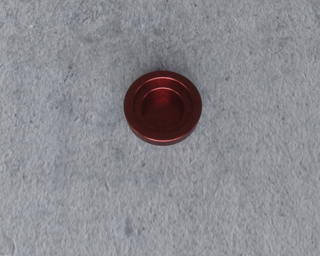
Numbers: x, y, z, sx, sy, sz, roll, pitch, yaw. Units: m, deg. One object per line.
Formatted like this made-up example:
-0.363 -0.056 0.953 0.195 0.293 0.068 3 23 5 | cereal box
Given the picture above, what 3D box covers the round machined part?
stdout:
0.004 -0.023 0.408 0.099 0.042 0.098 0 70 -1 | round machined part
